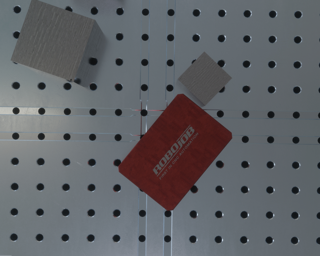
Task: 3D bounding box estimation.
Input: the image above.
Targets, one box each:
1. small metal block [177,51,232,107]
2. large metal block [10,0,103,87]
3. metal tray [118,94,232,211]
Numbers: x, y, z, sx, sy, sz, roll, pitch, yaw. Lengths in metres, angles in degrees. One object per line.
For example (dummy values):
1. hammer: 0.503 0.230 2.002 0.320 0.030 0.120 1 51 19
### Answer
1. small metal block: 0.058 -0.064 0.414 0.050 0.025 0.050 44 90 0
2. large metal block: -0.130 -0.107 0.400 0.080 0.050 0.080 19 90 0
3. metal tray: 0.020 0.031 0.411 0.090 0.030 0.130 39 90 0
